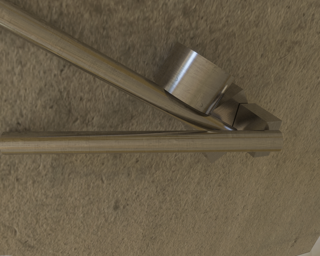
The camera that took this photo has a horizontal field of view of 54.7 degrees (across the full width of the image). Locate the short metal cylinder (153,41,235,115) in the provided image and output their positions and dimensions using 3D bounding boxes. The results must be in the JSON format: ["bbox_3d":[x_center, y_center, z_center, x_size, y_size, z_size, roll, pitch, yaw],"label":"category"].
[{"bbox_3d":[0.040,-0.058,0.362,0.080,0.080,0.050,23,106,-37],"label":"short metal cylinder"}]

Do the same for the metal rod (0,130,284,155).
[{"bbox_3d":[-0.015,0.015,0.342,0.302,0.025,0.025,0,121,-5],"label":"metal rod"}]

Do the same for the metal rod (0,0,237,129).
[{"bbox_3d":[-0.032,-0.049,0.324,0.302,0.025,0.025,26,104,-26],"label":"metal rod"}]

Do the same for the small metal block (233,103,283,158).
[{"bbox_3d":[0.120,0.002,0.392,0.025,0.050,0.050,-4,121,-26],"label":"small metal block"}]

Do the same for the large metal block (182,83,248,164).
[{"bbox_3d":[0.078,-0.011,0.428,0.080,0.050,0.080,-35,129,-4],"label":"large metal block"}]
